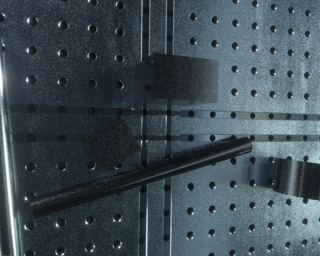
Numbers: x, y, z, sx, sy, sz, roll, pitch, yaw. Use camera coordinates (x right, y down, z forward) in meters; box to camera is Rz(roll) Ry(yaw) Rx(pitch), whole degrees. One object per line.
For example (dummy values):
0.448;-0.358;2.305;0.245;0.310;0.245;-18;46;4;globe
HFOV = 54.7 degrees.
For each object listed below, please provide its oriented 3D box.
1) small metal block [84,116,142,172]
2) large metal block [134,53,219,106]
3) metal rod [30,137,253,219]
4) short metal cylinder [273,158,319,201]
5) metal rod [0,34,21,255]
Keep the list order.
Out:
-0.060;0.019;0.391;0.050;0.025;0.050;-34;101;-17;small metal block
0.017;-0.057;0.390;0.081;0.080;0.050;2;90;-20;large metal block
-0.009;0.059;0.409;0.302;0.025;0.025;-14;95;-20;metal rod
0.214;0.075;0.462;0.081;0.080;0.050;9;87;-20;short metal cylinder
-0.178;0.045;0.346;0.025;0.025;0.298;-5;92;-20;metal rod
